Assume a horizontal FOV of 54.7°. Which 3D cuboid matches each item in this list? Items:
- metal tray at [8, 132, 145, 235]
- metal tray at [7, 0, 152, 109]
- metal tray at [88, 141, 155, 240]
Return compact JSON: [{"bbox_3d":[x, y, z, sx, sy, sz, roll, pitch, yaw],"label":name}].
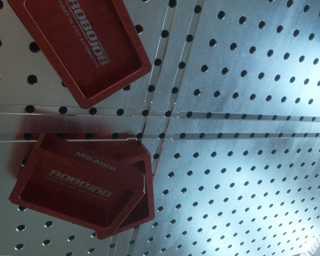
[{"bbox_3d":[-0.094,0.069,0.362,0.131,0.030,0.089,26,118,-19],"label":"metal tray"},{"bbox_3d":[-0.073,-0.093,0.310,0.090,0.030,0.130,-33,129,-8],"label":"metal tray"},{"bbox_3d":[-0.056,0.089,0.433,0.091,0.030,0.129,-16,125,-20],"label":"metal tray"}]
